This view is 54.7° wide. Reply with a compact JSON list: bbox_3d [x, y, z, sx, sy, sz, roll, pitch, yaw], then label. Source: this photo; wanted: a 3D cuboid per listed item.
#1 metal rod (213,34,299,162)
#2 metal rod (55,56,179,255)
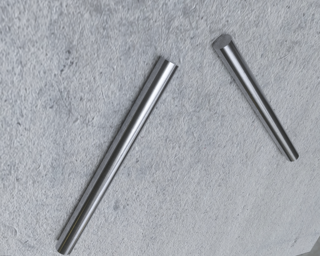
[{"bbox_3d":[0.161,-0.028,0.480,0.025,0.025,0.300,-45,130,2],"label":"metal rod"},{"bbox_3d":[-0.062,0.046,0.402,0.025,0.025,0.298,20,108,-36],"label":"metal rod"}]
